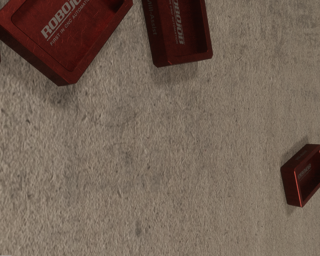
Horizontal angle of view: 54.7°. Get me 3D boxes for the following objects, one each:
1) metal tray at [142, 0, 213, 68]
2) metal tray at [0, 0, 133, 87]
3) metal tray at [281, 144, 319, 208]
[{"bbox_3d":[0.024,-0.153,0.422,0.091,0.030,0.129,-18,102,-39],"label":"metal tray"},{"bbox_3d":[-0.095,-0.120,0.322,0.090,0.030,0.130,43,64,-32],"label":"metal tray"},{"bbox_3d":[0.312,0.099,0.667,0.131,0.030,0.089,-27,107,-37],"label":"metal tray"}]
